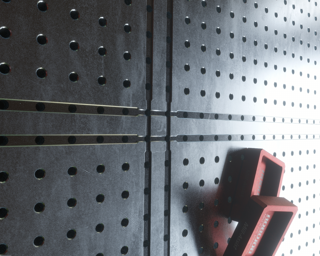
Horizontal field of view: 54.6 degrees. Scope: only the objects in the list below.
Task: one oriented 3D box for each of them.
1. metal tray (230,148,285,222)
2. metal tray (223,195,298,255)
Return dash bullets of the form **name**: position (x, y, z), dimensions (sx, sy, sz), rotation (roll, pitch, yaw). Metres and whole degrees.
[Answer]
- **metal tray**: position (0.177, 0.110, 0.552), dimensions (0.090, 0.030, 0.130), rotation (28, 73, -36)
- **metal tray**: position (0.161, 0.175, 0.504), dimensions (0.091, 0.030, 0.129), rotation (12, 105, -34)
